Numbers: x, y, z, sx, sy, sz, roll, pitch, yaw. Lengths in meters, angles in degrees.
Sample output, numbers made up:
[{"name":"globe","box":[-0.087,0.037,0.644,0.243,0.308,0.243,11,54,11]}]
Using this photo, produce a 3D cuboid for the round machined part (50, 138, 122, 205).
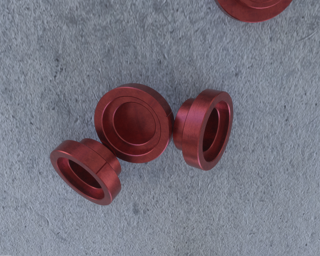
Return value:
[{"name":"round machined part","box":[-0.089,0.052,0.401,0.098,0.042,0.097,23,141,21]}]

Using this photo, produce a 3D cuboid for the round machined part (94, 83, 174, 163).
[{"name":"round machined part","box":[-0.028,-0.009,0.387,0.098,0.042,0.097,7,113,17]}]

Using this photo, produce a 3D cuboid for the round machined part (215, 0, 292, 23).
[{"name":"round machined part","box":[0.107,-0.167,0.340,0.099,0.042,0.097,0,110,0]}]

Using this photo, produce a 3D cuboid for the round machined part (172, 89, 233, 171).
[{"name":"round machined part","box":[0.051,0.000,0.381,0.042,0.099,0.097,15,114,31]}]
